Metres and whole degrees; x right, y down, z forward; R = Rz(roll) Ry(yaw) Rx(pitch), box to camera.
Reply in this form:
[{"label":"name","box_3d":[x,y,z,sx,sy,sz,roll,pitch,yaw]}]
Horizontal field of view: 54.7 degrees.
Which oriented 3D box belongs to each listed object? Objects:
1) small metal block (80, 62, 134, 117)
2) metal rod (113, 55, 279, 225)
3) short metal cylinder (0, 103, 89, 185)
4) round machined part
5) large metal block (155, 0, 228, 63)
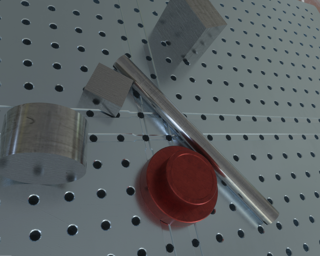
[{"label":"small metal block","box_3d":[-0.069,-0.050,0.403,0.050,0.025,0.050,27,52,-12]},{"label":"metal rod","box_3d":[0.047,0.014,0.426,0.300,0.025,0.025,46,51,4]},{"label":"short metal cylinder","box_3d":[-0.112,0.018,0.302,0.081,0.080,0.050,10,58,-24]},{"label":"round machined part","box_3d":[0.029,0.065,0.375,0.099,0.042,0.098,14,56,-21]},{"label":"large metal block","box_3d":[0.048,-0.166,0.502,0.050,0.080,0.080,-23,75,-37]}]
